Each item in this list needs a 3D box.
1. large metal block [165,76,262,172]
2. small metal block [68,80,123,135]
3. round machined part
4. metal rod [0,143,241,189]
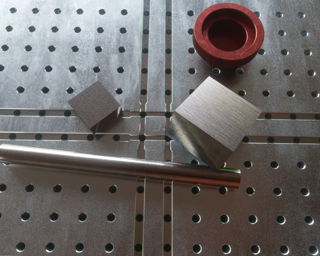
[{"bbox_3d":[0.067,-0.007,0.389,0.080,0.050,0.080,36,55,12],"label":"large metal block"},{"bbox_3d":[-0.087,-0.028,0.421,0.050,0.025,0.050,-38,75,-13],"label":"small metal block"},{"bbox_3d":[0.096,-0.129,0.451,0.099,0.042,0.098,0,70,-1],"label":"round machined part"},{"bbox_3d":[-0.052,0.048,0.393,0.302,0.025,0.025,6,70,1],"label":"metal rod"}]
